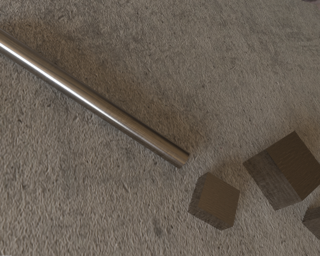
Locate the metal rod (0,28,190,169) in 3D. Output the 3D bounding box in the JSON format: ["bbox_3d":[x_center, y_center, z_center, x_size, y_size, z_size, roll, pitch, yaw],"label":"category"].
[{"bbox_3d":[-0.094,-0.041,0.379,0.301,0.025,0.025,34,51,-7],"label":"metal rod"}]

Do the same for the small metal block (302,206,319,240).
[{"bbox_3d":[0.241,0.137,0.437,0.050,0.050,0.025,45,51,2],"label":"small metal block"}]

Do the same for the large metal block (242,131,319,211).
[{"bbox_3d":[0.183,0.061,0.452,0.081,0.050,0.080,-22,74,-36],"label":"large metal block"}]

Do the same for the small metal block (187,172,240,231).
[{"bbox_3d":[0.068,0.091,0.386,0.050,0.025,0.050,31,51,-9],"label":"small metal block"}]
